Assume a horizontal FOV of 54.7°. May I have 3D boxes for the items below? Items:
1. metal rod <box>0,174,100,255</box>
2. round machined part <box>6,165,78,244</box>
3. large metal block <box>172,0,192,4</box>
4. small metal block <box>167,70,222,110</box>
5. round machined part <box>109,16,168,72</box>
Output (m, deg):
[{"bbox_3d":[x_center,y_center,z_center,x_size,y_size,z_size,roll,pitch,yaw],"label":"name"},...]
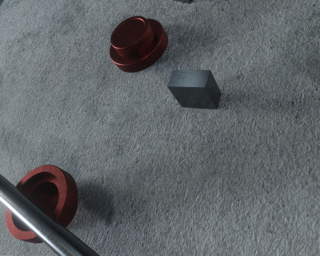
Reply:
[{"bbox_3d":[-0.163,0.098,0.374,0.300,0.025,0.025,21,73,35],"label":"metal rod"},{"bbox_3d":[-0.149,0.102,0.409,0.098,0.042,0.098,-13,56,21],"label":"round machined part"},{"bbox_3d":[0.021,-0.264,0.519,0.080,0.080,0.050,30,79,37],"label":"large metal block"},{"bbox_3d":[0.045,-0.048,0.394,0.050,0.050,0.025,6,65,31],"label":"small metal block"},{"bbox_3d":[-0.040,-0.141,0.501,0.098,0.042,0.098,-13,56,21],"label":"round machined part"}]
